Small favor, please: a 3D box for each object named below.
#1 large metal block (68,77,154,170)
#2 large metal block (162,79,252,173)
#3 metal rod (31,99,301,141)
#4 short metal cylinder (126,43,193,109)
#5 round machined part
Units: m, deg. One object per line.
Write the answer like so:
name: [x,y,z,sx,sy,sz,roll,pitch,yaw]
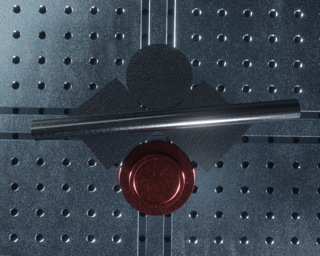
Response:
large metal block: [-0.058,-0.006,0.396,0.080,0.050,0.080,-39,92,0]
large metal block: [0.055,-0.003,0.395,0.080,0.050,0.080,42,91,0]
metal rod: [0.006,-0.009,0.358,0.302,0.025,0.025,-5,90,0]
short metal cylinder: [-0.001,-0.062,0.397,0.081,0.050,0.079,0,90,0]
round machined part: [-0.004,0.065,0.401,0.099,0.042,0.097,0,90,0]
